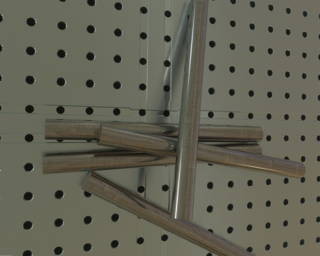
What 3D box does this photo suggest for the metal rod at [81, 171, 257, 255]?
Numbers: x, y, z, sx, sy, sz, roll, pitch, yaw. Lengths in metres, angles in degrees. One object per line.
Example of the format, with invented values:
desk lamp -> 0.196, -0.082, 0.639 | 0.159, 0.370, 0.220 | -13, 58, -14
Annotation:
metal rod -> 0.032, 0.138, 0.426 | 0.301, 0.025, 0.025 | 31, 80, -18

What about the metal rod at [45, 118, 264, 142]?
metal rod -> 0.007, 0.005, 0.416 | 0.303, 0.025, 0.025 | 2, 90, -21

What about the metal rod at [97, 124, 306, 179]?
metal rod -> 0.069, 0.035, 0.411 | 0.302, 0.025, 0.025 | 11, 86, -20

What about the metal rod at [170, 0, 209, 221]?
metal rod -> 0.040, -0.040, 0.390 | 0.025, 0.025, 0.299 | 13, 71, -20

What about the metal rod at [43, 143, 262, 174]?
metal rod -> 0.005, 0.039, 0.415 | 0.303, 0.025, 0.025 | -1, 91, -21
